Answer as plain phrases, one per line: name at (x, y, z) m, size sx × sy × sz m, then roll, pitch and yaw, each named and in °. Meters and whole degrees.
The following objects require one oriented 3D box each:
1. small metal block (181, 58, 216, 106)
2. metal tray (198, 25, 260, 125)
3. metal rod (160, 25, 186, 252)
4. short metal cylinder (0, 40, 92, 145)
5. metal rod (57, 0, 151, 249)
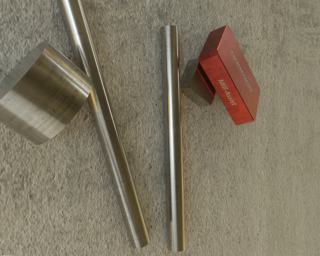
small metal block at (0.058, -0.066, 0.453) m, size 0.050 × 0.025 × 0.050 m, roll 33°, pitch 70°, yaw -35°
metal tray at (0.111, -0.080, 0.476) m, size 0.130 × 0.030 × 0.090 m, roll 54°, pitch 40°, yaw -26°
metal rod at (0.018, 0.015, 0.419) m, size 0.025 × 0.025 × 0.298 m, roll -3°, pitch 92°, yaw -40°
short metal cylinder at (-0.108, -0.032, 0.278) m, size 0.050 × 0.080 × 0.080 m, roll 43°, pitch 64°, yaw -32°
metal rod at (-0.060, 0.001, 0.354) m, size 0.025 × 0.025 × 0.298 m, roll -24°, pitch 105°, yaw -38°
